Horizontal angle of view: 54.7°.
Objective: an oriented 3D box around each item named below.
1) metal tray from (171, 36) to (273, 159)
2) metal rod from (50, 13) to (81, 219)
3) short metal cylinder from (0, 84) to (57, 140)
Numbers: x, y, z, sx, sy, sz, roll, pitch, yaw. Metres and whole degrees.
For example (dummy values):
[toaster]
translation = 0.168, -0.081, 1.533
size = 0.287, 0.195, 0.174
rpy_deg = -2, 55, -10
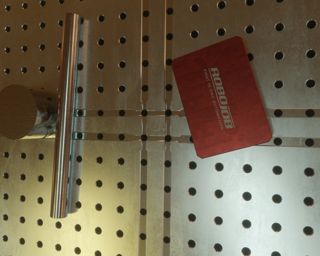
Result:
[metal tray]
translation = 0.075, -0.036, 0.383
size = 0.090, 0.030, 0.129
rpy_deg = -17, 85, 18
[metal rod]
translation = -0.140, -0.017, 0.460
size = 0.025, 0.025, 0.298
rpy_deg = 5, 92, 19
[short metal cylinder]
translation = -0.201, -0.023, 0.468
size = 0.080, 0.050, 0.079
rpy_deg = 0, 90, 19
